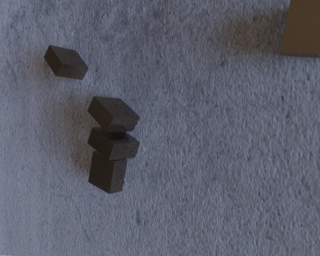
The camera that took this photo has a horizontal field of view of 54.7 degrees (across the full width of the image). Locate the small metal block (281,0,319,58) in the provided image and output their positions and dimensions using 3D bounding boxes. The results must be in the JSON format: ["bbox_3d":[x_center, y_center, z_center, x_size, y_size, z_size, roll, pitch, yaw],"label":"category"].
[{"bbox_3d":[0.145,-0.092,0.285,0.050,0.025,0.050,14,99,38],"label":"small metal block"}]

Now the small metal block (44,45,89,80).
[{"bbox_3d":[-0.155,-0.108,0.514,0.050,0.050,0.025,52,120,27],"label":"small metal block"}]

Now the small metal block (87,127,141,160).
[{"bbox_3d":[-0.065,0.021,0.440,0.050,0.050,0.025,32,110,35],"label":"small metal block"}]

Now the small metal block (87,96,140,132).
[{"bbox_3d":[-0.066,-0.020,0.441,0.050,0.050,0.025,43,116,31],"label":"small metal block"}]

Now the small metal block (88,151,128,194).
[{"bbox_3d":[-0.079,0.065,0.468,0.050,0.025,0.050,18,101,38],"label":"small metal block"}]
